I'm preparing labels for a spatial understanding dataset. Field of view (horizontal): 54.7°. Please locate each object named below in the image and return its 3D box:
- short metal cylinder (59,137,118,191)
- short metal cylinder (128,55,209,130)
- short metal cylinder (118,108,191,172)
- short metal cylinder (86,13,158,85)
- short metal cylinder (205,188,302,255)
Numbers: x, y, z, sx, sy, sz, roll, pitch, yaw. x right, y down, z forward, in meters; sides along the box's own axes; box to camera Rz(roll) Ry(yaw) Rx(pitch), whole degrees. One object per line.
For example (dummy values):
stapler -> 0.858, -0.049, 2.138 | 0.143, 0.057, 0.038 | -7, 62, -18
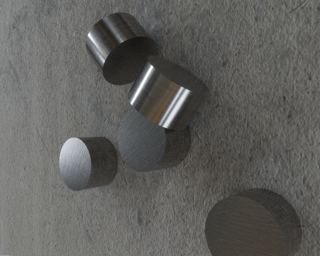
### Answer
short metal cylinder -> -0.111, 0.054, 0.481 | 0.080, 0.050, 0.080 | 0, 90, 40
short metal cylinder -> 0.010, -0.042, 0.361 | 0.080, 0.081, 0.050 | 46, 118, 30
short metal cylinder -> -0.008, 0.014, 0.395 | 0.080, 0.050, 0.080 | 0, 90, 40
short metal cylinder -> -0.050, -0.103, 0.411 | 0.080, 0.081, 0.050 | -50, 61, 28
short metal cylinder -> 0.093, 0.105, 0.312 | 0.080, 0.050, 0.080 | 0, 90, 40
